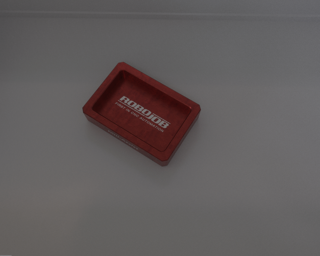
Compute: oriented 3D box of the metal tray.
[{"bbox_3d":[-0.024,-0.020,0.414,0.130,0.030,0.090,31,73,10],"label":"metal tray"}]
